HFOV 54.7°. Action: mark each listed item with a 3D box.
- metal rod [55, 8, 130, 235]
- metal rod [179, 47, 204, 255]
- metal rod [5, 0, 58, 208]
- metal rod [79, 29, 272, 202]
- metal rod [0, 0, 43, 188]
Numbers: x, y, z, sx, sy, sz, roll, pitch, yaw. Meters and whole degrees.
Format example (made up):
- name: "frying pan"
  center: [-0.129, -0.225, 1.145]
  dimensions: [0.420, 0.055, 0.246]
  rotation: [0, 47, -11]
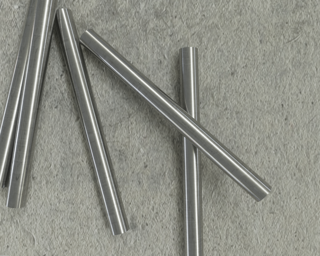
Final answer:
- name: "metal rod"
  center: [-0.091, -0.008, 0.409]
  dimensions: [0.025, 0.025, 0.298]
  rotation: [-15, 90, 0]
- name: "metal rod"
  center: [0.042, 0.045, 0.410]
  dimensions: [0.025, 0.025, 0.298]
  rotation: [-2, 90, 0]
- name: "metal rod"
  center: [-0.163, -0.045, 0.396]
  dimensions: [0.025, 0.025, 0.298]
  rotation: [11, 95, 0]
- name: "metal rod"
  center: [0.013, -0.021, 0.388]
  dimensions: [0.300, 0.025, 0.025]
  rotation: [42, 90, 8]
- name: "metal rod"
  center: [-0.181, -0.070, 0.408]
  dimensions: [0.025, 0.025, 0.298]
  rotation: [13, 90, 0]
